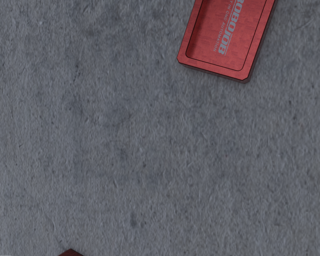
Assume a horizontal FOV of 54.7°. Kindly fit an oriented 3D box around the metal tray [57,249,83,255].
[{"bbox_3d":[-0.100,0.244,0.440,0.130,0.030,0.089,20,97,18],"label":"metal tray"}]

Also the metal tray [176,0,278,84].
[{"bbox_3d":[0.084,-0.128,0.376,0.090,0.030,0.129,20,96,18],"label":"metal tray"}]
